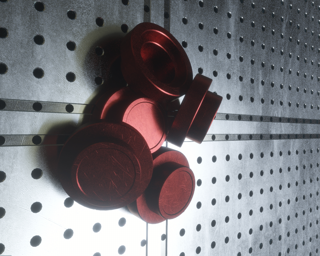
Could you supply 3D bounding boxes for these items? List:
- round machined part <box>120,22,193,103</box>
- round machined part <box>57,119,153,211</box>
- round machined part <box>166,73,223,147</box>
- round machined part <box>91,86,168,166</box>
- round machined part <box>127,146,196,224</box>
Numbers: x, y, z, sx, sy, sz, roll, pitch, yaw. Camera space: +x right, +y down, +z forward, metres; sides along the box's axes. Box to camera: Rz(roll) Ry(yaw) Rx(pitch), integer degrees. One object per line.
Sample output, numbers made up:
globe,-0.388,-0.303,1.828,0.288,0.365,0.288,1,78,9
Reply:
round machined part,-0.009,-0.075,0.378,0.099,0.042,0.098,23,54,-36
round machined part,-0.056,0.042,0.322,0.099,0.042,0.097,-2,103,-10
round machined part,0.048,-0.018,0.402,0.042,0.098,0.098,25,69,6
round machined part,-0.029,-0.003,0.374,0.099,0.042,0.097,0,90,-40
round machined part,0.007,0.075,0.390,0.099,0.042,0.097,-16,113,-43
